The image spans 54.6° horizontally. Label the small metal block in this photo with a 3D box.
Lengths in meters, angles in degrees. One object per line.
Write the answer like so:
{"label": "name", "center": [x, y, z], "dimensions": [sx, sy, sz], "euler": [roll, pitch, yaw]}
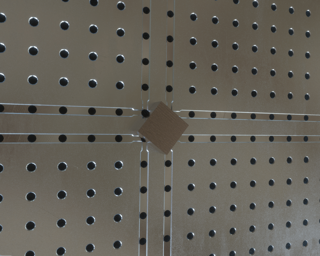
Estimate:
{"label": "small metal block", "center": [0.001, 0.000, 0.413], "dimensions": [0.050, 0.025, 0.050], "euler": [40, 77, -16]}
